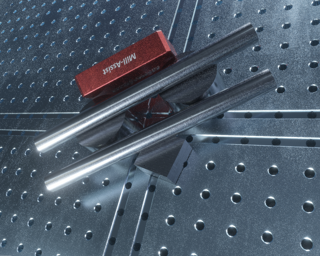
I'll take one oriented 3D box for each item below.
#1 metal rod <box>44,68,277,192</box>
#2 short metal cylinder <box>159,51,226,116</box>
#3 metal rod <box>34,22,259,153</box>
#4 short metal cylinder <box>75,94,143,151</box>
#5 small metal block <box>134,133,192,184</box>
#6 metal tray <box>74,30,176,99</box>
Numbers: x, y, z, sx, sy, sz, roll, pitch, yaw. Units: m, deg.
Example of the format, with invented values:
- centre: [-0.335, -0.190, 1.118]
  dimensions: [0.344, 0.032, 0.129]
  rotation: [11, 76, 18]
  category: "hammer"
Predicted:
- centre: [-0.009, 0.008, 0.373]
  dimensions: [0.301, 0.025, 0.025]
  rotation: [-25, 53, 12]
  category: "metal rod"
- centre: [0.042, -0.053, 0.402]
  dimensions: [0.080, 0.050, 0.080]
  rotation: [-13, 56, 20]
  category: "short metal cylinder"
- centre: [-0.025, -0.044, 0.381]
  dimensions: [0.301, 0.025, 0.025]
  rotation: [-26, 53, 11]
  category: "metal rod"
- centre: [-0.070, 0.001, 0.427]
  dimensions: [0.080, 0.050, 0.080]
  rotation: [-13, 56, 20]
  category: "short metal cylinder"
- centre: [0.004, 0.035, 0.382]
  dimensions: [0.050, 0.025, 0.050]
  rotation: [16, 70, 34]
  category: "small metal block"
- centre: [-0.041, -0.081, 0.434]
  dimensions: [0.130, 0.090, 0.030]
  rotation: [-25, 85, 12]
  category: "metal tray"
